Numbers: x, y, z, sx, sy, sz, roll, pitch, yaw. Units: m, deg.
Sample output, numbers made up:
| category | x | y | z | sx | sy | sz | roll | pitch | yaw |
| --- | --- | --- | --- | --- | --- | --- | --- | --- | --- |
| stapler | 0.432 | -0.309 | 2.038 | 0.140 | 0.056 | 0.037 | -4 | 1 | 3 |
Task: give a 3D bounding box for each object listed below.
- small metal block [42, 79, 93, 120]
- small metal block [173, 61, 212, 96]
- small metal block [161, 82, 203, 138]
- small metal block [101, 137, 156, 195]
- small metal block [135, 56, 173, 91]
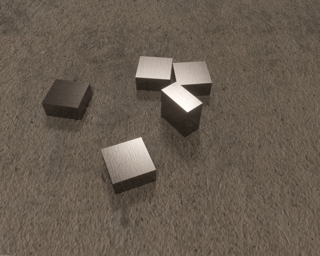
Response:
| category | x | y | z | sx | sy | sz | roll | pitch | yaw |
| --- | --- | --- | --- | --- | --- | --- | --- | --- | --- |
| small metal block | -0.129 | -0.041 | 0.436 | 0.050 | 0.025 | 0.050 | 8 | 50 | 6 |
| small metal block | 0.047 | -0.074 | 0.466 | 0.050 | 0.025 | 0.050 | -4 | 50 | -4 |
| small metal block | 0.027 | -0.024 | 0.407 | 0.025 | 0.050 | 0.050 | -32 | 57 | -24 |
| small metal block | -0.037 | 0.044 | 0.366 | 0.050 | 0.025 | 0.050 | -17 | 52 | -14 |
| small metal block | -0.008 | -0.083 | 0.473 | 0.050 | 0.025 | 0.050 | 4 | 50 | 3 |
